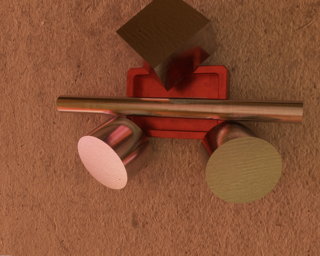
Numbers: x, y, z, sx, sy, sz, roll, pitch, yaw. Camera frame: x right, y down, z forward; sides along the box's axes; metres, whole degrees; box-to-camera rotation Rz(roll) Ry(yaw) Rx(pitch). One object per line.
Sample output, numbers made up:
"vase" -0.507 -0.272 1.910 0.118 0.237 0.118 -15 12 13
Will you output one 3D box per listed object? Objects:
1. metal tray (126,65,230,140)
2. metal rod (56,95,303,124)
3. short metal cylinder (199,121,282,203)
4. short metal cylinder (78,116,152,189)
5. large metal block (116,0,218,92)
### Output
"metal tray" 0.022 -0.032 0.400 0.130 0.030 0.089 2 91 19
"metal rod" 0.008 -0.025 0.376 0.301 0.025 0.025 3 91 19
"short metal cylinder" 0.088 0.037 0.348 0.081 0.050 0.079 0 111 -1
"short metal cylinder" -0.058 0.031 0.398 0.080 0.050 0.079 22 132 26
"large metal block" 0.009 -0.105 0.371 0.080 0.050 0.080 -41 60 -2
